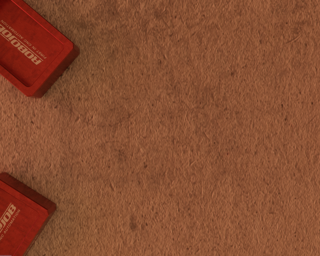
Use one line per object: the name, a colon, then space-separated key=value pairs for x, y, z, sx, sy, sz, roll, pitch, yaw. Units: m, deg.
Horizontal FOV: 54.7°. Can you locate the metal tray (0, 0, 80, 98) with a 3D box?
metal tray: x=-0.185 y=-0.113 z=0.405 sx=0.130 sy=0.030 sz=0.090 roll=40 pitch=90 yaw=0

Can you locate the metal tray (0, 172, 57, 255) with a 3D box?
metal tray: x=-0.211 y=0.136 z=0.405 sx=0.090 sy=0.030 sz=0.130 roll=33 pitch=90 yaw=0
